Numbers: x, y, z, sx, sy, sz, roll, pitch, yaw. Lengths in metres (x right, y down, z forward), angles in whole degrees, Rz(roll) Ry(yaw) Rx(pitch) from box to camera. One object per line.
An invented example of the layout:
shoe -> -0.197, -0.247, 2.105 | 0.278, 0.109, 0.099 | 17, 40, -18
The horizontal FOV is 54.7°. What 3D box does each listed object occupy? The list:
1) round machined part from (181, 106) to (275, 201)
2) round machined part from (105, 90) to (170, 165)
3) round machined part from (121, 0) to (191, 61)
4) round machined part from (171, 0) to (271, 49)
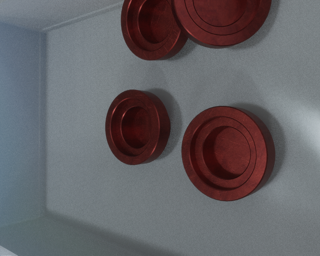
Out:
round machined part -> 0.075, 0.026, 0.333 | 0.098, 0.042, 0.097 | 0, 90, 39
round machined part -> -0.025, -0.001, 0.414 | 0.098, 0.042, 0.097 | 0, 90, 39
round machined part -> 0.000, -0.134, 0.387 | 0.098, 0.042, 0.097 | 10, 106, 38
round machined part -> 0.060, -0.132, 0.323 | 0.099, 0.042, 0.097 | -1, 97, -4
